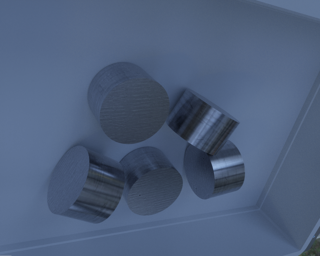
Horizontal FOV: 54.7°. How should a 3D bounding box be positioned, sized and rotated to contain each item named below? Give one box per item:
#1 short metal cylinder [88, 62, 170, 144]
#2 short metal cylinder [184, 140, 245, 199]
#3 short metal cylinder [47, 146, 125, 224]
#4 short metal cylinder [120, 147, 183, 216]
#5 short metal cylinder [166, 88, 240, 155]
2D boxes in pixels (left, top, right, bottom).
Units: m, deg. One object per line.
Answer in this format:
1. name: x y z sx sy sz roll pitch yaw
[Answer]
1. short metal cylinder: -0.036 -0.029 0.354 0.081 0.050 0.079 -14 125 -21
2. short metal cylinder: 0.077 0.059 0.451 0.050 0.080 0.079 -9 122 -24
3. short metal cylinder: -0.087 0.067 0.365 0.050 0.080 0.080 31 101 -38
4. short metal cylinder: -0.016 0.073 0.429 0.081 0.050 0.079 -14 125 -21
5. short metal cylinder: 0.055 -0.009 0.399 0.080 0.080 0.050 24 105 -37
